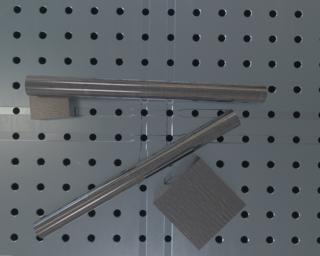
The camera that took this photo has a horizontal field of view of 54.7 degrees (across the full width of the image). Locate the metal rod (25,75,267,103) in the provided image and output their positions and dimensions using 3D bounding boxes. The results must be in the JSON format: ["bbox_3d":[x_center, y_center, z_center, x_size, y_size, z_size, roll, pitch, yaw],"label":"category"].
[{"bbox_3d":[-0.012,-0.049,0.398,0.302,0.025,0.025,1,90,-6],"label":"metal rod"}]

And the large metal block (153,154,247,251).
[{"bbox_3d":[0.048,0.093,0.401,0.080,0.050,0.080,-44,90,0],"label":"large metal block"}]

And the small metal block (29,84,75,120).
[{"bbox_3d":[-0.143,-0.038,0.412,0.050,0.025,0.050,-4,90,0],"label":"small metal block"}]

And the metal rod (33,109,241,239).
[{"bbox_3d":[-0.030,0.060,0.413,0.301,0.025,0.025,-30,90,0],"label":"metal rod"}]
